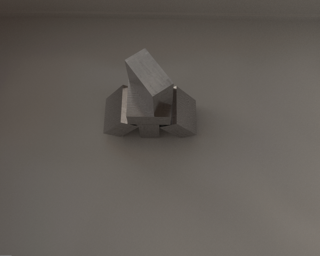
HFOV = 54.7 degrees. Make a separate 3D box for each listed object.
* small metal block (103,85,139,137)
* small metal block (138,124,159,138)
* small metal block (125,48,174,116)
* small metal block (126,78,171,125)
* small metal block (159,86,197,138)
[{"bbox_3d":[-0.049,-0.021,0.398,0.025,0.050,0.050,13,66,-31],"label":"small metal block"},{"bbox_3d":[-0.013,-0.019,0.401,0.025,0.050,0.050,1,70,0],"label":"small metal block"},{"bbox_3d":[-0.011,-0.048,0.331,0.025,0.050,0.050,-34,73,-11],"label":"small metal block"},{"bbox_3d":[-0.012,-0.032,0.365,0.050,0.025,0.050,1,70,0],"label":"small metal block"},{"bbox_3d":[0.024,-0.019,0.399,0.025,0.050,0.050,-13,66,32],"label":"small metal block"}]
